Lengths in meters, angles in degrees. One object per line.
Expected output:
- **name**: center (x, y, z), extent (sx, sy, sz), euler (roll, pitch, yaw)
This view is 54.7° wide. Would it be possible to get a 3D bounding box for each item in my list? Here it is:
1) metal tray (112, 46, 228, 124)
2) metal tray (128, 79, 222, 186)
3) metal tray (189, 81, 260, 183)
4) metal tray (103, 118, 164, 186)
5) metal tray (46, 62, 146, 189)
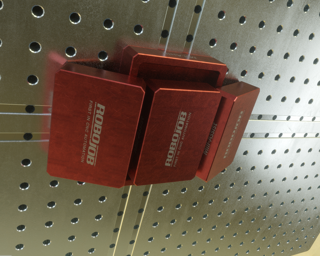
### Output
- **metal tray**: center (0.013, -0.047, 0.387), extent (0.131, 0.030, 0.089), euler (0, 119, -29)
- **metal tray**: center (0.015, 0.008, 0.383), extent (0.091, 0.030, 0.129), euler (-1, 119, -29)
- **metal tray**: center (0.091, 0.004, 0.438), extent (0.091, 0.030, 0.129), euler (-21, 132, -51)
- **metal tray**: center (-0.007, 0.032, 0.426), extent (0.131, 0.030, 0.089), euler (0, 119, -29)
- **metal tray**: center (-0.073, 0.001, 0.347), extent (0.091, 0.030, 0.129), euler (12, 115, -6)
